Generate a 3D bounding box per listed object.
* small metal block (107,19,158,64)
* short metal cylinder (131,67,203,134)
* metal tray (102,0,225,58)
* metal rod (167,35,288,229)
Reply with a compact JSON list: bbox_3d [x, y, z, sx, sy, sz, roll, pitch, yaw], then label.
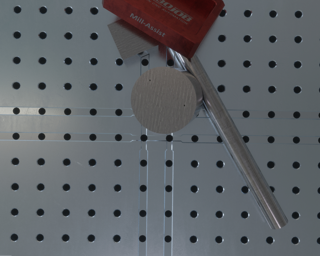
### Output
[{"bbox_3d":[-0.035,-0.120,0.413,0.050,0.025,0.050,-24,90,0],"label":"small metal block"},{"bbox_3d":[0.010,-0.036,0.389,0.080,0.050,0.079,3,100,16],"label":"short metal cylinder"},{"bbox_3d":[0.006,-0.156,0.390,0.130,0.030,0.090,31,61,0],"label":"metal tray"},{"bbox_3d":[0.087,-0.002,0.413,0.025,0.025,0.299,-29,90,0],"label":"metal rod"}]
